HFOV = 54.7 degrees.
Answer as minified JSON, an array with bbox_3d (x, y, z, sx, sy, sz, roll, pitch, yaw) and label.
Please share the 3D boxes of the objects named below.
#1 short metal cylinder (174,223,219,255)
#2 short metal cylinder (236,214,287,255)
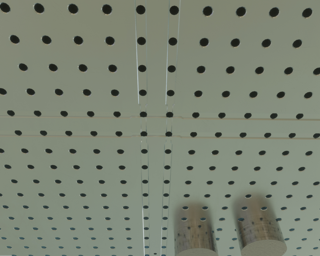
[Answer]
[{"bbox_3d":[0.067,0.224,0.587,0.081,0.050,0.079,0,130,0],"label":"short metal cylinder"},{"bbox_3d":[0.185,0.203,0.570,0.081,0.050,0.079,0,130,0],"label":"short metal cylinder"}]
